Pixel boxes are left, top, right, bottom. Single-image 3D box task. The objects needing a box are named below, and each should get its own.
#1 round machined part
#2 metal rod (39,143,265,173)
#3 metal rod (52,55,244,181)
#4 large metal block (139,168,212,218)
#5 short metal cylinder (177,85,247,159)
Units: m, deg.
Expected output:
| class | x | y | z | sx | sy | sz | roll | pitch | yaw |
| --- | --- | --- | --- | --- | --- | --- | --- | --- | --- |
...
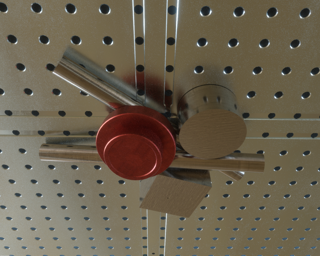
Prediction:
| class | x | y | z | sx | sy | sz | roll | pitch | yaw |
| --- | --- | --- | --- | --- | --- | --- | --- | --- | --- |
| round machined part | -0.030 | 0.025 | 0.377 | 0.099 | 0.042 | 0.097 | 3 | 122 | 4 |
| metal rod | -0.016 | 0.040 | 0.421 | 0.302 | 0.025 | 0.025 | 2 | 131 | 7 |
| metal rod | 0.002 | -0.001 | 0.411 | 0.301 | 0.025 | 0.025 | 31 | 123 | -24 |
| large metal block | 0.021 | 0.084 | 0.465 | 0.081 | 0.050 | 0.079 | 16 | 128 | -13 |
| short metal cylinder | 0.063 | -0.007 | 0.389 | 0.081 | 0.050 | 0.079 | 0 | 130 | 0 |
